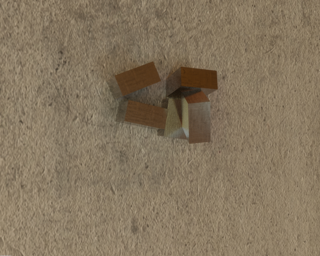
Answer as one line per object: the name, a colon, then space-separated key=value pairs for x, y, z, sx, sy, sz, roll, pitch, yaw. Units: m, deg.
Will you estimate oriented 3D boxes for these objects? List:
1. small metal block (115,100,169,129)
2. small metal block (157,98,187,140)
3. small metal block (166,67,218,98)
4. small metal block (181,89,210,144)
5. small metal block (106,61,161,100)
small metal block: x=-0.024 y=-0.016 z=0.387 sx=0.050 sy=0.050 sz=0.025 roll=12 pitch=86 yaw=-20
small metal block: x=0.027 y=-0.010 z=0.419 sx=0.050 sy=0.025 sz=0.050 roll=9 pitch=87 yaw=-20
small metal block: x=0.041 y=-0.058 z=0.409 sx=0.050 sy=0.050 sz=0.025 roll=2 pitch=79 yaw=-20
small metal block: x=0.042 y=-0.015 z=0.374 sx=0.025 sy=0.050 sz=0.050 roll=-6 pitch=114 yaw=-4
small metal block: x=-0.034 y=-0.058 z=0.383 sx=0.050 sy=0.050 sz=0.025 roll=-24 pitch=99 yaw=-18
